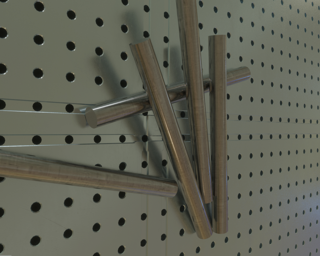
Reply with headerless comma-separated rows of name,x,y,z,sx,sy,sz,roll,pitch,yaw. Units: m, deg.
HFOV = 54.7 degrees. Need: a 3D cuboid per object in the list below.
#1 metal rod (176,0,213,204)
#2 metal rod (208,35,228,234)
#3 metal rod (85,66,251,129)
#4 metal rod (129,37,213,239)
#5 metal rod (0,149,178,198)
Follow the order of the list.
metal rod,0.049,-0.032,0.422,0.025,0.025,0.298,-23,114,-38
metal rod,0.088,0.016,0.463,0.025,0.025,0.298,-13,105,-40
metal rod,0.034,-0.053,0.439,0.302,0.025,0.025,-20,103,-38
metal rod,0.023,0.031,0.407,0.025,0.025,0.298,-37,120,-34
metal rod,-0.096,0.048,0.329,0.302,0.025,0.025,17,79,-39
